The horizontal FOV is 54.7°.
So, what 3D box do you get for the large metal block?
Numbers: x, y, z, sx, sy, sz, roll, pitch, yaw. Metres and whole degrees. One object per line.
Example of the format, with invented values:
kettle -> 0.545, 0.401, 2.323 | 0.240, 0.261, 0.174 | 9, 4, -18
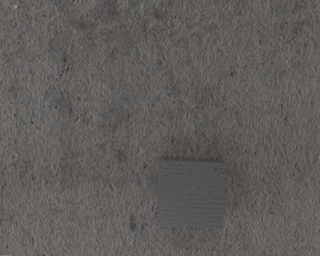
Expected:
large metal block -> 0.038, 0.080, 0.398 | 0.081, 0.050, 0.080 | 3, 90, 0
